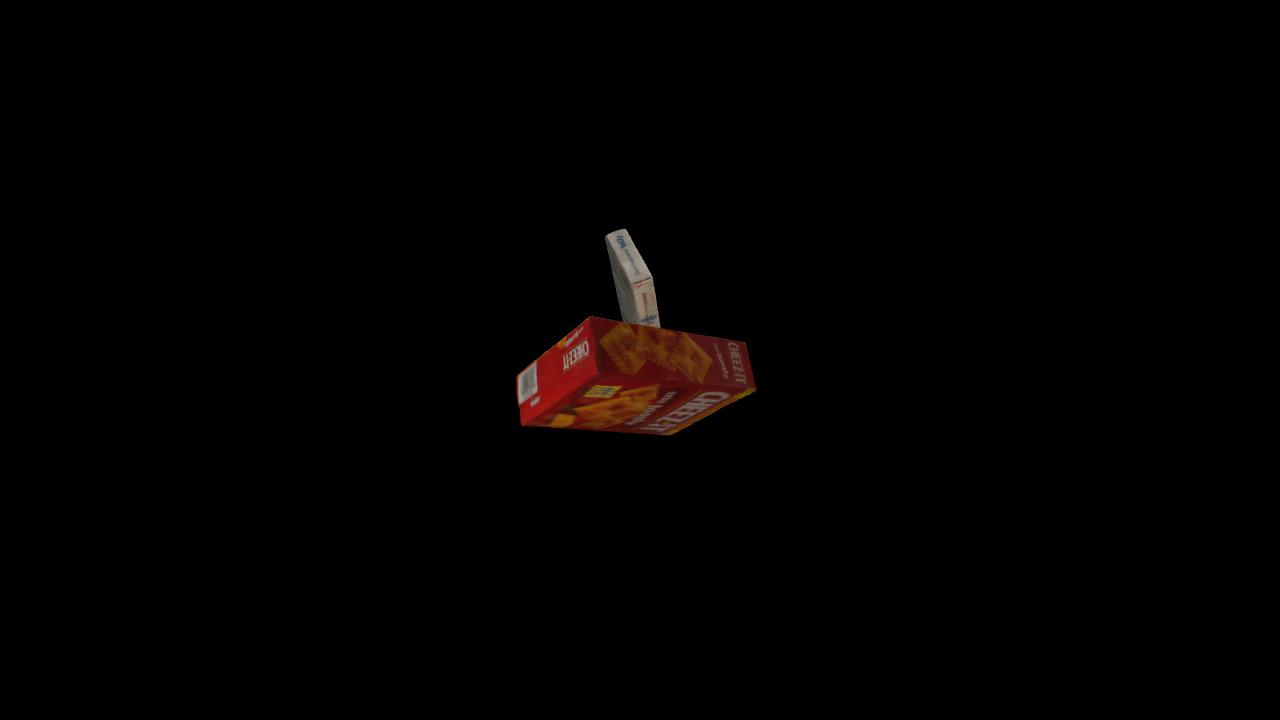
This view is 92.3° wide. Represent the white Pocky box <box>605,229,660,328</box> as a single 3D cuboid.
[{"bbox_3d":[-0.005,-0.069,0.714,0.028,0.084,0.154,-22,-34,-7],"label":"white Pocky box"}]

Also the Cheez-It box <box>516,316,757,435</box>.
[{"bbox_3d":[-0.004,0.028,0.702,0.223,0.071,0.166,8,-28,-37],"label":"Cheez-It box"}]
